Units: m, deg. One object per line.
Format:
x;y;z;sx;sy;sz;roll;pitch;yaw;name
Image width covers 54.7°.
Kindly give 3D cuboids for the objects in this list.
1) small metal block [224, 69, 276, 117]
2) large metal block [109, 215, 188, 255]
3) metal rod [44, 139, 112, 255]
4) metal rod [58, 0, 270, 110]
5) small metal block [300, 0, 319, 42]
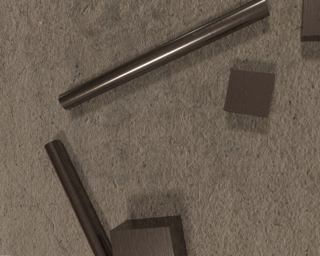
0.107;-0.041;0.371;0.050;0.025;0.050;11;94;19;small metal block
-0.011;0.162;0.399;0.080;0.050;0.080;-11;87;19;large metal block
-0.091;0.153;0.439;0.025;0.025;0.299;-31;80;17;metal rod
-0.008;-0.091;0.410;0.300;0.025;0.025;-22;83;18;metal rod
0.186;-0.125;0.344;0.050;0.025;0.050;3;91;19;small metal block
